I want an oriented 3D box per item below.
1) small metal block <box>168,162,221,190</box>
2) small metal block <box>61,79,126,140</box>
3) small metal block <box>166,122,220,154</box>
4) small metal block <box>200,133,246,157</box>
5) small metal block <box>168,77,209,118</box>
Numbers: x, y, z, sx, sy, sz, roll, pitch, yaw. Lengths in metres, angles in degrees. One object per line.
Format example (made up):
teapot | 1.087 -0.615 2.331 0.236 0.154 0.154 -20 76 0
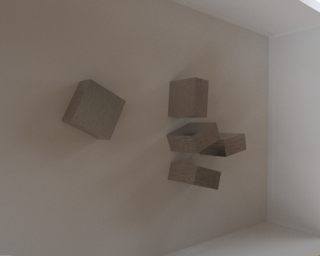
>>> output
small metal block | 0.048 0.067 0.433 0.050 0.050 0.025 19 78 -39
small metal block | -0.073 -0.019 0.347 0.050 0.025 0.050 32 70 -36
small metal block | 0.046 0.012 0.432 0.050 0.050 0.025 -27 107 -37
small metal block | 0.095 0.025 0.473 0.050 0.050 0.025 -12 98 -40
small metal block | 0.038 -0.040 0.425 0.025 0.050 0.050 6 86 -40
